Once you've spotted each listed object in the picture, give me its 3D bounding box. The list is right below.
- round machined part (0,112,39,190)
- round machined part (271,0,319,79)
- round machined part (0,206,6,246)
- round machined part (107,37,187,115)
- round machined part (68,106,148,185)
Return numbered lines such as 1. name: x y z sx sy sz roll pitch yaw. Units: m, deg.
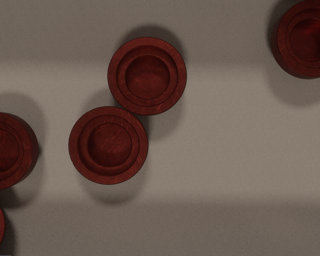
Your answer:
1. round machined part: -0.206 0.028 0.400 0.099 0.042 0.097 0 90 -1
2. round machined part: 0.194 -0.112 0.405 0.099 0.042 0.097 0 90 -1
3. round machined part: -0.247 0.128 0.387 0.099 0.042 0.098 7 70 -21
4. round machined part: -0.016 -0.064 0.403 0.099 0.042 0.097 0 90 -1
5. round machined part: -0.064 0.022 0.402 0.099 0.042 0.097 0 90 -1
